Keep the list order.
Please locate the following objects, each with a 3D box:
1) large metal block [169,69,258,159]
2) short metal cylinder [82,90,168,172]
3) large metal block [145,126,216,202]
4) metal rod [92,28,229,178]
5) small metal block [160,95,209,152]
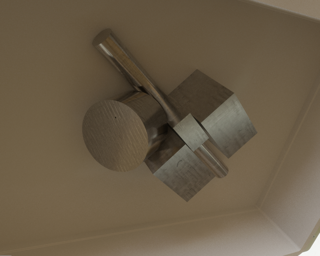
[{"bbox_3d":[0.068,-0.019,0.400,0.050,0.080,0.080,-42,130,1],"label":"large metal block"},{"bbox_3d":[-0.038,0.002,0.345,0.050,0.080,0.079,-36,145,-60],"label":"short metal cylinder"},{"bbox_3d":[0.015,0.038,0.406,0.050,0.080,0.080,-43,130,1],"label":"large metal block"},{"bbox_3d":[0.021,-0.011,0.414,0.025,0.025,0.300,-43,130,1],"label":"metal rod"},{"bbox_3d":[0.026,-0.006,0.373,0.025,0.050,0.050,-42,130,0],"label":"small metal block"}]
